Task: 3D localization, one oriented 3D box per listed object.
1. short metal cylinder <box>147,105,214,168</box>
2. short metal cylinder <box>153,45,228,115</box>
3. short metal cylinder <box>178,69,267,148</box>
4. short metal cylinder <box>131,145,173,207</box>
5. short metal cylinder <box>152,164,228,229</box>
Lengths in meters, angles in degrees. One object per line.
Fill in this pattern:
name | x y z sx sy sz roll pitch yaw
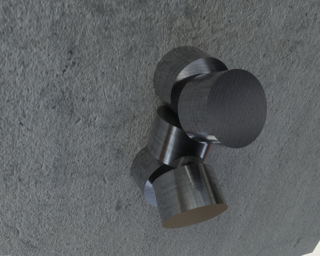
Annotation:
short metal cylinder | 0.029 0.009 0.395 0.081 0.080 0.050 1 118 -29
short metal cylinder | 0.038 -0.055 0.379 0.081 0.050 0.079 -14 124 -21
short metal cylinder | 0.067 -0.020 0.332 0.081 0.050 0.079 -2 94 -29
short metal cylinder | 0.005 0.063 0.434 0.081 0.050 0.079 -14 124 -21
short metal cylinder | 0.035 0.084 0.378 0.081 0.050 0.080 -13 150 -7
